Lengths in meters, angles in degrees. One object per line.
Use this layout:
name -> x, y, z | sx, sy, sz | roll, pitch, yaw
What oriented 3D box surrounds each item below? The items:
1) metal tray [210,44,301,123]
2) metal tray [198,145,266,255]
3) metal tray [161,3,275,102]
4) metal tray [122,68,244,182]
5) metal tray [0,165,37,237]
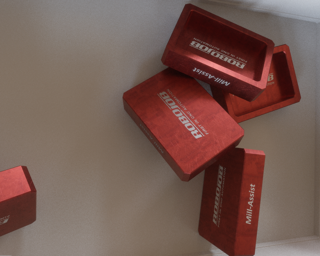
metal tray -> 0.140, -0.065, 0.459 | 0.131, 0.030, 0.090 | -18, 96, -19
metal tray -> 0.091, 0.090, 0.409 | 0.030, 0.090, 0.129 | 8, 88, -21
metal tray -> 0.077, -0.099, 0.402 | 0.131, 0.030, 0.090 | 23, 60, -3
metal tray -> 0.026, -0.011, 0.383 | 0.090, 0.030, 0.130 | -33, 68, -17
metal tray -> -0.188, 0.088, 0.292 | 0.131, 0.089, 0.030 | -18, 64, -32
